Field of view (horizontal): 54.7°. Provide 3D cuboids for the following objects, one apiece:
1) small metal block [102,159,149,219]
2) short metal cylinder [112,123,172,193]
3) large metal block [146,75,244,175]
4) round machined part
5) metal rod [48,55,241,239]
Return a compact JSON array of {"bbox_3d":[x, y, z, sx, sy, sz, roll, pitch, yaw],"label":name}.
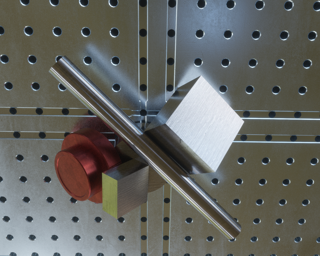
[{"bbox_3d":[-0.040,0.070,0.366,0.025,0.050,0.050,19,116,36],"label":"small metal block"},{"bbox_3d":[-0.024,0.039,0.410,0.081,0.050,0.079,0,110,0],"label":"short metal cylinder"},{"bbox_3d":[0.042,-0.002,0.373,0.080,0.050,0.080,44,61,-15],"label":"large metal block"},{"bbox_3d":[-0.095,0.052,0.391,0.098,0.042,0.097,18,120,34],"label":"round machined part"},{"bbox_3d":[-0.006,0.033,0.368,0.025,0.025,0.300,-42,105,14],"label":"metal rod"}]
